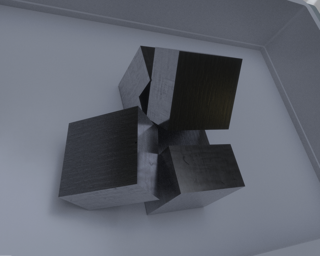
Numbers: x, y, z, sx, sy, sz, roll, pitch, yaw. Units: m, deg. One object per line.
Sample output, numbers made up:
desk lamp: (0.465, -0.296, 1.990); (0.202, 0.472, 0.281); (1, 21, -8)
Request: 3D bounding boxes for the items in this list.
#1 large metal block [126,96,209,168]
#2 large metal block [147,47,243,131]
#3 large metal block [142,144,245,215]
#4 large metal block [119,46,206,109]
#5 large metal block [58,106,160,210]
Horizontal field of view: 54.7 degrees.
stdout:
large metal block: (0.009, 0.008, 0.391); (0.081, 0.050, 0.080); (-1, 62, -29)
large metal block: (0.037, -0.043, 0.344); (0.081, 0.079, 0.050); (-1, 17, -29)
large metal block: (0.033, 0.058, 0.351); (0.081, 0.080, 0.050); (0, 62, -29)
large metal block: (0.001, -0.057, 0.404); (0.081, 0.080, 0.050); (-1, 63, -29)
large metal block: (-0.048, 0.032, 0.313); (0.050, 0.080, 0.080); (51, 32, -54)
